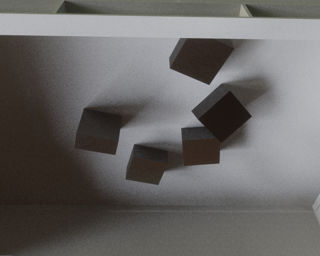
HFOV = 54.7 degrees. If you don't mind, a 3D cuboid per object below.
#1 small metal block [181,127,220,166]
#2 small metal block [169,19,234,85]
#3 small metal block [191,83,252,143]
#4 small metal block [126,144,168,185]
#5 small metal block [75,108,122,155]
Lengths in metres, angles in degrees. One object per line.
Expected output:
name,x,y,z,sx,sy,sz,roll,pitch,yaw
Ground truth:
small metal block,0.057,0.025,0.432,0.050,0.025,0.050,-4,130,3
small metal block,0.044,-0.082,0.340,0.050,0.025,0.050,20,127,-17
small metal block,0.077,-0.018,0.386,0.050,0.025,0.050,-43,119,9
small metal block,-0.020,0.055,0.456,0.050,0.025,0.050,12,129,-11
small metal block,-0.077,0.004,0.395,0.050,0.050,0.025,11,129,-10
